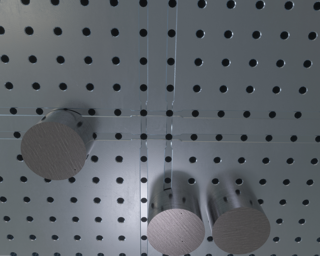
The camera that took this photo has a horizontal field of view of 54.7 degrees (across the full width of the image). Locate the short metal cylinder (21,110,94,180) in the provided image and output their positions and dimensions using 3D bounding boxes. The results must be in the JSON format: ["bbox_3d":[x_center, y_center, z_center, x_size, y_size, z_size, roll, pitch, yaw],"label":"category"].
[{"bbox_3d":[-0.132,0.021,0.407,0.081,0.050,0.079,0,110,0],"label":"short metal cylinder"}]

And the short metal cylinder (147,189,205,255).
[{"bbox_3d":[0.022,0.136,0.450,0.081,0.050,0.079,0,110,0],"label":"short metal cylinder"}]

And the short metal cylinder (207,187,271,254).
[{"bbox_3d":[0.112,0.134,0.450,0.081,0.050,0.079,0,110,0],"label":"short metal cylinder"}]
